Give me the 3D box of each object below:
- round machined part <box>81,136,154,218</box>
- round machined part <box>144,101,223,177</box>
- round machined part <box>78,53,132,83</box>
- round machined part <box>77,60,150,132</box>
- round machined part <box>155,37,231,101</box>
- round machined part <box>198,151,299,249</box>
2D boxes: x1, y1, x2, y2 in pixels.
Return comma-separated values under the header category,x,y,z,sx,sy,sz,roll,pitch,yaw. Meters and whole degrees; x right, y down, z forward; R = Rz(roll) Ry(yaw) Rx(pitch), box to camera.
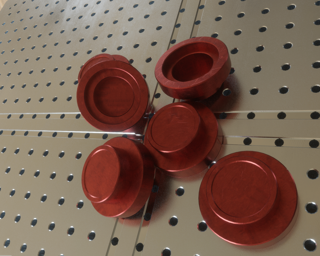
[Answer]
category,x,y,z,sx,sy,sz,roll,pitch,yaw
round machined part,-0.057,0.057,0.375,0.098,0.042,0.098,-15,66,37
round machined part,0.023,0.007,0.381,0.098,0.042,0.098,-13,56,21
round machined part,-0.091,-0.080,0.495,0.098,0.042,0.098,-13,56,21
round machined part,-0.063,-0.044,0.438,0.098,0.042,0.097,0,93,3
round machined part,0.046,-0.074,0.413,0.098,0.042,0.098,-14,48,16
round machined part,0.085,0.067,0.312,0.098,0.042,0.098,-13,56,21
